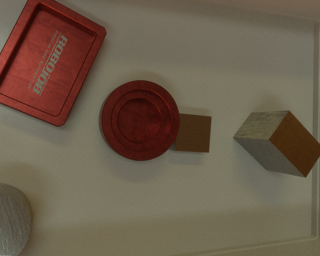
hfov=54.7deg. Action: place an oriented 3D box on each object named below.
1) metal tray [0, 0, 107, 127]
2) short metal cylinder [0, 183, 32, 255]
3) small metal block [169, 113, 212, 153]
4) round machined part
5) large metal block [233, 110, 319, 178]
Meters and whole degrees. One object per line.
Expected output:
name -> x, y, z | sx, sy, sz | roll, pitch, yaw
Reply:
metal tray -> -0.130, -0.076, 0.359 | 0.090, 0.030, 0.130 | 25, 82, -19
short metal cylinder -> -0.181, 0.103, 0.331 | 0.081, 0.050, 0.079 | 0, 90, -21
small metal block -> 0.041, 0.007, 0.427 | 0.050, 0.025, 0.050 | 5, 88, -20
round machined part -> -0.028, -0.009, 0.392 | 0.099, 0.042, 0.097 | 0, 90, -21
large metal block -> 0.168, 0.021, 0.445 | 0.080, 0.080, 0.050 | 42, 77, -16
